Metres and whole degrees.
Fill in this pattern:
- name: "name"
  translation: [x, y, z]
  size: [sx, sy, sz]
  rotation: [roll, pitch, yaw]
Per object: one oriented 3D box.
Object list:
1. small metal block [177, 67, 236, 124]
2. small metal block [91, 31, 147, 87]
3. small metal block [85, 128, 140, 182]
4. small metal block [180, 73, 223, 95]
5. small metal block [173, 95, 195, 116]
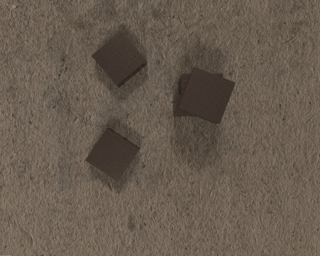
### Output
- name: "small metal block"
  translation: [0.053, -0.037, 0.361]
  size: [0.050, 0.025, 0.050]
  rotation: [21, 90, -1]
- name: "small metal block"
  translation: [-0.053, -0.090, 0.409]
  size: [0.050, 0.025, 0.050]
  rotation: [-40, 91, 0]
- name: "small metal block"
  translation: [-0.061, 0.034, 0.409]
  size: [0.050, 0.025, 0.050]
  rotation: [34, 90, -1]
- name: "small metal block"
  translation: [0.051, -0.053, 0.398]
  size: [0.050, 0.050, 0.025]
  rotation: [0, 90, 0]
- name: "small metal block"
  translation: [0.044, -0.028, 0.398]
  size: [0.050, 0.050, 0.025]
  rotation: [-1, 91, -1]
